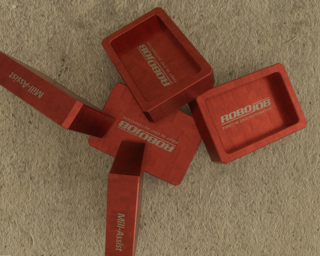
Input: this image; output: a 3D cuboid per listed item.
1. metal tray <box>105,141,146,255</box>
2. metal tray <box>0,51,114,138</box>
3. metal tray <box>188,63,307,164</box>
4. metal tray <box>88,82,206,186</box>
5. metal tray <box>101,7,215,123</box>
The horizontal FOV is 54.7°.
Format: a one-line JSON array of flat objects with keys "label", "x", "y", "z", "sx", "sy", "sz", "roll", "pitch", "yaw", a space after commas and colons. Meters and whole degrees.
[{"label": "metal tray", "x": -0.039, "y": 0.091, "z": 0.359, "sx": 0.030, "sy": 0.090, "sz": 0.129, "roll": 6, "pitch": 111, "yaw": 0}, {"label": "metal tray", "x": -0.127, "y": -0.038, "z": 0.362, "sx": 0.130, "sy": 0.090, "sz": 0.030, "roll": 31, "pitch": 90, "yaw": 16}, {"label": "metal tray", "x": 0.112, "y": -0.019, "z": 0.394, "sx": 0.131, "sy": 0.030, "sz": 0.090, "roll": -22, "pitch": 90, "yaw": -15}, {"label": "metal tray", "x": -0.016, "y": 0.008, "z": 0.408, "sx": 0.131, "sy": 0.030, "sz": 0.090, "roll": 26, "pitch": 90, "yaw": -1}, {"label": "metal tray", "x": -0.005, "y": -0.081, "z": 0.379, "sx": 0.090, "sy": 0.030, "sz": 0.130, "roll": -31, "pitch": 61, "yaw": -1}]
